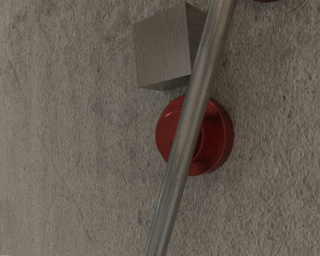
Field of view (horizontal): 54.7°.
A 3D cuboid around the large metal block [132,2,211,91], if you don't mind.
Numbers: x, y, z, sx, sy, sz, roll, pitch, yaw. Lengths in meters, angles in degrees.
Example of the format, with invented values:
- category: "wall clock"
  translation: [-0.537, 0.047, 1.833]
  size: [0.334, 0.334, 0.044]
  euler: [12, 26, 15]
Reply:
- category: "large metal block"
  translation: [0.016, -0.093, 0.376]
  size: [0.080, 0.050, 0.080]
  euler: [-8, 85, 39]

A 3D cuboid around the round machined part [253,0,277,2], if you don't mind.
- category: "round machined part"
  translation: [0.108, -0.180, 0.305]
  size: [0.098, 0.042, 0.097]
  euler: [0, 90, 40]

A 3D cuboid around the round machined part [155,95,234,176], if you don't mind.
- category: "round machined part"
  translation: [0.033, 0.008, 0.367]
  size: [0.098, 0.042, 0.097]
  euler: [0, 90, 40]

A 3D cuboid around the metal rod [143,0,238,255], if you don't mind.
- category: "metal rod"
  translation: [0.029, 0.004, 0.325]
  size: [0.025, 0.025, 0.298]
  euler: [23, 104, 37]
